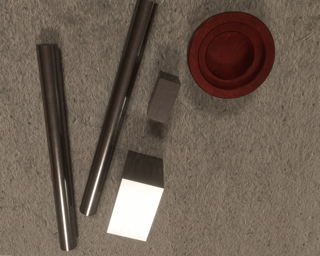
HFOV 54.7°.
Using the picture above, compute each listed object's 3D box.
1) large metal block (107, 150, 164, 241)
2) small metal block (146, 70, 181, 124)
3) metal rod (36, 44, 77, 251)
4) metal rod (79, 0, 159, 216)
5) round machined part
[{"bbox_3d":[-0.031,0.087,0.412,0.050,0.080,0.079,15,109,-6],"label":"large metal block"},{"bbox_3d":[0.004,-0.039,0.382,0.025,0.050,0.050,18,109,-7],"label":"small metal block"},{"bbox_3d":[-0.138,0.040,0.422,0.025,0.025,0.298,1,110,-1],"label":"metal rod"},{"bbox_3d":[-0.059,-0.013,0.404,0.025,0.025,0.298,17,109,-7],"label":"metal rod"},{"bbox_3d":[0.081,-0.087,0.370,0.099,0.042,0.097,0,110,-1],"label":"round machined part"}]
